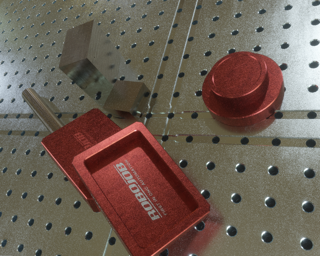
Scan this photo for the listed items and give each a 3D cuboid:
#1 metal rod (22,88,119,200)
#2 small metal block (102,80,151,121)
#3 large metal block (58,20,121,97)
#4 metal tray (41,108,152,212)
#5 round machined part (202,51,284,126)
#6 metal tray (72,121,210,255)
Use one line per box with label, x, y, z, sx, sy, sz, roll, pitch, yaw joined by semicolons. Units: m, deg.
metal rod;-0.149;0.012;0.476;0.025;0.025;0.300;-47;52;-5
small metal block;-0.049;-0.042;0.458;0.050;0.025;0.050;11;67;32
large metal block;-0.108;-0.109;0.494;0.050;0.080;0.080;-13;57;21
metal tray;-0.083;0.035;0.403;0.091;0.030;0.130;-35;51;-23
round machined part;0.098;-0.054;0.379;0.098;0.042;0.098;-13;56;20
metal tray;-0.022;0.064;0.332;0.091;0.030;0.130;-31;66;-21
